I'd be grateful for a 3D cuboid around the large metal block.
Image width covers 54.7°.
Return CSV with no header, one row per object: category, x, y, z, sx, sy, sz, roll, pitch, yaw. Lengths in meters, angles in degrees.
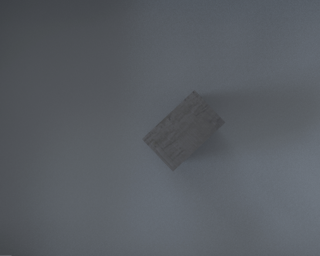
large metal block,0.026,0.003,0.384,0.080,0.080,0.050,-43,91,0
